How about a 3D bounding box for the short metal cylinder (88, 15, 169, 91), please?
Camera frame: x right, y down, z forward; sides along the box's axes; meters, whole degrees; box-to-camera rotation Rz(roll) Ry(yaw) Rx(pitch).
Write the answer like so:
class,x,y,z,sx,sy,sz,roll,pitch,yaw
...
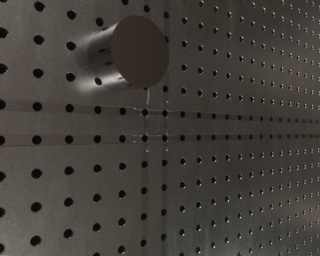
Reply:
class,x,y,z,sx,sy,sz,roll,pitch,yaw
short metal cylinder,-0.036,-0.085,0.364,0.081,0.050,0.079,0,90,-40
